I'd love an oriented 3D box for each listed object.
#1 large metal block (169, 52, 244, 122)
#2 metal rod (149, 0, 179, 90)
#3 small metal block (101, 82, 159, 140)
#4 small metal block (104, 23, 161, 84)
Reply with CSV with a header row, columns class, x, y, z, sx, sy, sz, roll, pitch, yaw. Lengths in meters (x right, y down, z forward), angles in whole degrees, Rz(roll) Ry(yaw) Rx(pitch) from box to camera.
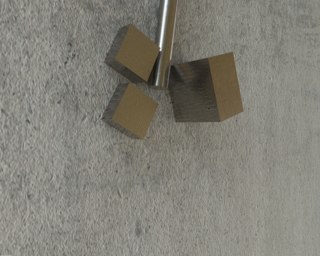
class,x,y,z,sx,sy,sz,roll,pitch,yaw
large metal block,0.058,-0.053,0.420,0.050,0.080,0.079,-22,104,-38
metal rod,0.016,-0.200,0.419,0.025,0.025,0.298,11,83,-40
small metal block,-0.036,-0.020,0.376,0.050,0.025,0.050,36,68,-35
small metal block,-0.033,-0.089,0.379,0.050,0.025,0.050,32,70,-36
